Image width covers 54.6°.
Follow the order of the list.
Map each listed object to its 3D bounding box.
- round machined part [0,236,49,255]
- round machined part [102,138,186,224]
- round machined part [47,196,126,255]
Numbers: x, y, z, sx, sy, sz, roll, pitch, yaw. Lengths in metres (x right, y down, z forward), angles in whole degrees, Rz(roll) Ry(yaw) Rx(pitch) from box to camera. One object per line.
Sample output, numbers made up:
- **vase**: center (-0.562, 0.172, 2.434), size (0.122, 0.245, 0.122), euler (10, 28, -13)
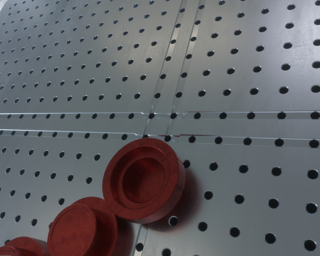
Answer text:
- **round machined part**: center (-0.183, 0.184, 0.382), size (0.098, 0.042, 0.098), euler (-13, 56, 21)
- **round machined part**: center (-0.015, 0.064, 0.367), size (0.098, 0.042, 0.098), euler (-13, 56, 21)
- **round machined part**: center (-0.093, 0.129, 0.368), size (0.098, 0.042, 0.098), euler (-13, 56, 21)
